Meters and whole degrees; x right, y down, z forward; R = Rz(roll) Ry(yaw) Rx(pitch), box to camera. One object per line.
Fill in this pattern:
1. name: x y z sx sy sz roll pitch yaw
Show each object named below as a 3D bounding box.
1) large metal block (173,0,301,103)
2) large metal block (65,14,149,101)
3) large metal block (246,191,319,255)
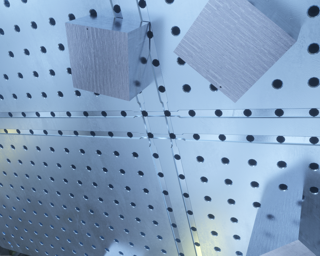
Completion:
1. large metal block: 0.074 -0.086 0.303 0.080 0.050 0.080 40 129 1
2. large metal block: -0.061 -0.087 0.374 0.080 0.050 0.079 15 125 20
3. large metal block: 0.157 0.135 0.377 0.050 0.080 0.080 42 129 -1
